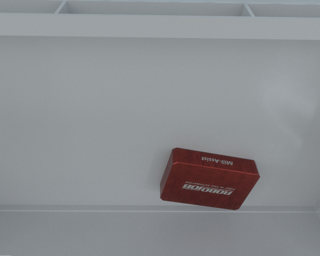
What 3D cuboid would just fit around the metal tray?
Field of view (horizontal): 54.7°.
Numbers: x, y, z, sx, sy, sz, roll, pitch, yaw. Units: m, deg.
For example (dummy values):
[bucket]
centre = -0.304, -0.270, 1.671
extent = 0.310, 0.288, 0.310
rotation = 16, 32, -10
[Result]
[metal tray]
centre = 0.073, 0.081, 0.475
extent = 0.131, 0.030, 0.089
rotation = 10, 130, -9
